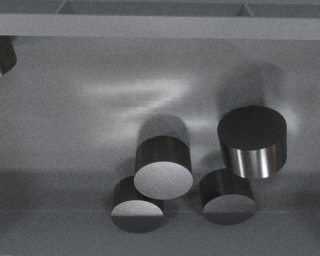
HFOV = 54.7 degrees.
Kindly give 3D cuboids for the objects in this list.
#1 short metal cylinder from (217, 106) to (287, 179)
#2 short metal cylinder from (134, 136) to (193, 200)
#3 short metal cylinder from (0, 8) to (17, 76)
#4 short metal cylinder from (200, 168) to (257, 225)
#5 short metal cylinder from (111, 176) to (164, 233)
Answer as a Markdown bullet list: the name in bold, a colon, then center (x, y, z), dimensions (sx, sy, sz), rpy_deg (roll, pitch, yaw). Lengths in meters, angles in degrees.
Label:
- **short metal cylinder**: center (0.116, 0.017, 0.388), dimensions (0.080, 0.080, 0.050), rpy_deg (-12, 129, 9)
- **short metal cylinder**: center (0.005, 0.057, 0.441), dimensions (0.081, 0.050, 0.079), rpy_deg (0, 130, 0)
- **short metal cylinder**: center (-0.189, -0.083, 0.300), dimensions (0.081, 0.080, 0.050), rpy_deg (1, 130, -1)
- **short metal cylinder**: center (0.105, 0.109, 0.486), dimensions (0.081, 0.050, 0.079), rpy_deg (0, 130, 0)
- **short metal cylinder**: center (-0.034, 0.122, 0.493), dimensions (0.080, 0.050, 0.079), rpy_deg (0, 127, 0)
